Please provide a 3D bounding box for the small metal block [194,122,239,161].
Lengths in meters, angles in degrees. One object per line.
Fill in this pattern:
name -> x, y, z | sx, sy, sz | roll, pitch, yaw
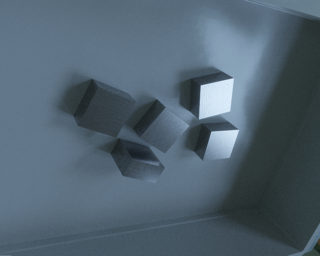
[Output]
small metal block -> 0.085, 0.020, 0.467 | 0.050, 0.025, 0.050 | -3, 120, -27

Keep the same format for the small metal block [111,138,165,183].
small metal block -> -0.030, 0.042, 0.402 | 0.050, 0.050, 0.025 | 20, 108, -36

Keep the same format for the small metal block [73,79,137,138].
small metal block -> -0.064, -0.022, 0.360 | 0.050, 0.025, 0.050 | 20, 107, -36

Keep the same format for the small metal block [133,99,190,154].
small metal block -> 0.002, -0.001, 0.409 | 0.050, 0.025, 0.050 | -49, 129, 7

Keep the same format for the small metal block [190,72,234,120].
small metal block -> 0.069, -0.044, 0.419 | 0.050, 0.025, 0.050 | -15, 125, -20
